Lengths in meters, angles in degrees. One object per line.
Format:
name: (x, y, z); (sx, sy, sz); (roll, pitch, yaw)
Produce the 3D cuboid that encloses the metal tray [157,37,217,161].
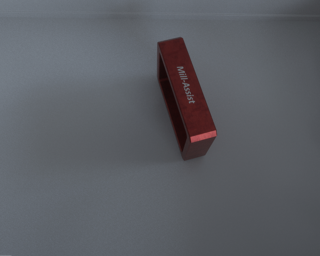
metal tray: (0.028, -0.033, 0.385); (0.030, 0.090, 0.130); (-15, 71, -6)
